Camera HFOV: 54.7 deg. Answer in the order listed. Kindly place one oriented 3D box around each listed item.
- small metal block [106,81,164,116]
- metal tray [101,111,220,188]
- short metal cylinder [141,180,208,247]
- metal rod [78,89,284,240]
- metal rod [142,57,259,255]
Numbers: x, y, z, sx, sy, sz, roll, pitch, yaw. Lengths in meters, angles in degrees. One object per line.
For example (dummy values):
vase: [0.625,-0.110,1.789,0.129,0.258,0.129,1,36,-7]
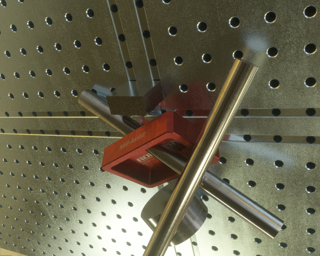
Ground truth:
small metal block: [-0.030,-0.038,0.386,0.050,0.050,0.025,3,120,26]
metal tray: [-0.001,0.034,0.400,0.090,0.030,0.130,30,137,-34]
short metal cylinder: [0.020,0.118,0.437,0.080,0.080,0.050,-31,101,37]
metal rod: [0.012,0.035,0.392,0.300,0.025,0.025,34,129,18]
metal rod: [0.033,0.064,0.357,0.025,0.025,0.298,27,112,11]
